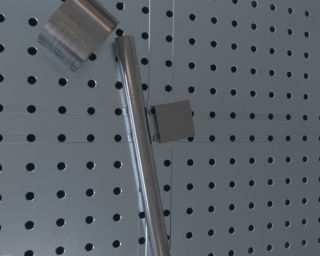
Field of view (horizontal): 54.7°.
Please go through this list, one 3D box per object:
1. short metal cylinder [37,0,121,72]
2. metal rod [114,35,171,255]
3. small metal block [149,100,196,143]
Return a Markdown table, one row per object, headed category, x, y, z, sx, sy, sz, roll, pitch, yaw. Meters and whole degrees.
| category | x | y | z | sx | sy | sz | roll | pitch | yaw |
| --- | --- | --- | --- | --- | --- | --- | --- | --- | --- |
| short metal cylinder | -0.090 | -0.109 | 0.350 | 0.050 | 0.080 | 0.080 | 42 | 77 | -16 |
| metal rod | -0.021 | 0.032 | 0.404 | 0.025 | 0.025 | 0.298 | -11 | 94 | -20 |
| small metal block | 0.016 | -0.009 | 0.419 | 0.050 | 0.025 | 0.050 | -11 | 94 | -20 |
